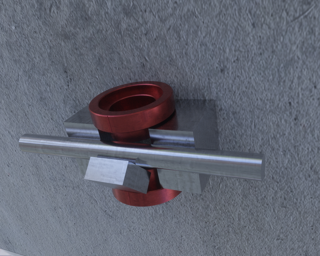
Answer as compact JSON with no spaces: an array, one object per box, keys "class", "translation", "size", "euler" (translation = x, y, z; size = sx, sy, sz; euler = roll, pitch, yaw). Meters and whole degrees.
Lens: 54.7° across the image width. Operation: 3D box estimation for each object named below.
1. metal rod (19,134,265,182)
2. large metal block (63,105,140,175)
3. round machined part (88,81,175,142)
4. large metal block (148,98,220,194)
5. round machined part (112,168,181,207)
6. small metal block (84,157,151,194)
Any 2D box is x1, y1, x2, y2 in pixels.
[{"class":"metal rod","translation":[-0.042,0.028,0.344],"size":[0.301,0.025,0.025],"euler":[3,120,26]},{"class":"large metal block","translation":[-0.073,0.010,0.418],"size":[0.050,0.080,0.079],"euler":[4,120,26]},{"class":"round machined part","translation":[-0.030,-0.018,0.366],"size":[0.098,0.098,0.042],"euler":[4,121,26]},{"class":"large metal block","translation":[0.034,0.018,0.366],"size":[0.050,0.080,0.079],"euler":[4,120,26]},{"class":"round machined part","translation":[-0.017,0.055,0.404],"size":[0.098,0.098,0.042],"euler":[5,115,26]},{"class":"small metal block","translation":[-0.046,0.053,0.344],"size":[0.050,0.025,0.050],"euler":[3,160,29]}]
